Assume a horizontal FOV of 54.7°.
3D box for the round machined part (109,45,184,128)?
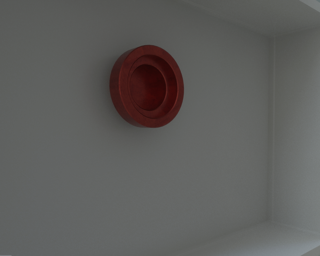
[{"bbox_3d":[-0.020,-0.049,0.381,0.099,0.042,0.097,0,90,-40],"label":"round machined part"}]
